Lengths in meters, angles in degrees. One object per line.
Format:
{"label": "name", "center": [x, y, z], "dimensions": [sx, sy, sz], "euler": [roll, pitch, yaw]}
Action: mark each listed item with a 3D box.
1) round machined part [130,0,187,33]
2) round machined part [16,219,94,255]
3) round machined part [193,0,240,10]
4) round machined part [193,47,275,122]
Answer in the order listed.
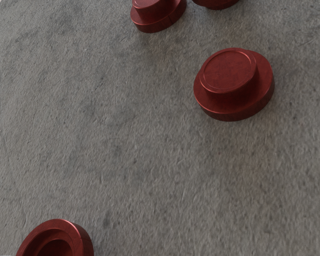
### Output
{"label": "round machined part", "center": [-0.008, -0.213, 0.526], "dimensions": [0.098, 0.042, 0.098], "euler": [-13, 56, 20]}
{"label": "round machined part", "center": [-0.116, 0.158, 0.355], "dimensions": [0.098, 0.042, 0.098], "euler": [-13, 56, 20]}
{"label": "round machined part", "center": [0.094, -0.223, 0.480], "dimensions": [0.098, 0.042, 0.098], "euler": [-13, 56, 20]}
{"label": "round machined part", "center": [0.088, -0.060, 0.383], "dimensions": [0.098, 0.042, 0.098], "euler": [-13, 56, 20]}
